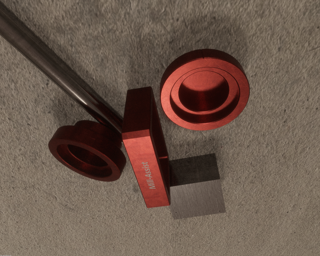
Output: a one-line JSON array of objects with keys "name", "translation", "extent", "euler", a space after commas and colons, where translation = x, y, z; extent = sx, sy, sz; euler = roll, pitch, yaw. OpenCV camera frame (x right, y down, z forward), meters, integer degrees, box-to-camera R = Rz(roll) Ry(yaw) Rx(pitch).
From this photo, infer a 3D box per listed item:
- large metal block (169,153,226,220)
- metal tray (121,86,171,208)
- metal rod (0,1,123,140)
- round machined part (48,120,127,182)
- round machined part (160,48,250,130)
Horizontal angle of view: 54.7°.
[{"name": "large metal block", "translation": [0.051, 0.089, 0.468], "extent": [0.080, 0.050, 0.080], "euler": [-10, 130, 8]}, {"name": "metal tray", "translation": [-0.013, 0.026, 0.386], "extent": [0.030, 0.090, 0.129], "euler": [-8, 130, 7]}, {"name": "metal rod", "translation": [-0.134, -0.083, 0.334], "extent": [0.025, 0.025, 0.300], "euler": [-30, 125, 22]}, {"name": "round machined part", "translation": [-0.089, 0.027, 0.402], "extent": [0.098, 0.042, 0.098], "euler": [15, 146, 11]}, {"name": "round machined part", "translation": [0.049, -0.047, 0.357], "extent": [0.099, 0.042, 0.097], "euler": [-1, 130, 0]}]
